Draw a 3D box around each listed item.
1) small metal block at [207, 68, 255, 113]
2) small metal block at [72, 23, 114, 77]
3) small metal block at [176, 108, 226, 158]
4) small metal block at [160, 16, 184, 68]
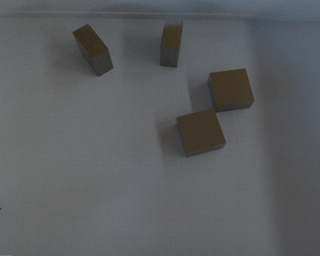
[{"bbox_3d":[0.097,-0.052,0.429,0.050,0.025,0.050,-8,70,-3],"label":"small metal block"},{"bbox_3d":[-0.093,-0.108,0.435,0.025,0.050,0.050,-35,74,-11],"label":"small metal block"},{"bbox_3d":[0.053,0.006,0.407,0.050,0.025,0.050,-15,71,-6],"label":"small metal block"},{"bbox_3d":[0.017,-0.122,0.441,0.025,0.050,0.050,8,70,3],"label":"small metal block"}]
